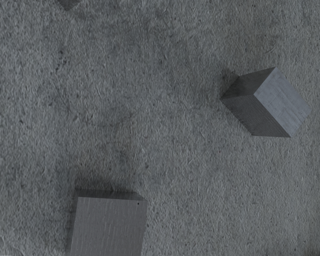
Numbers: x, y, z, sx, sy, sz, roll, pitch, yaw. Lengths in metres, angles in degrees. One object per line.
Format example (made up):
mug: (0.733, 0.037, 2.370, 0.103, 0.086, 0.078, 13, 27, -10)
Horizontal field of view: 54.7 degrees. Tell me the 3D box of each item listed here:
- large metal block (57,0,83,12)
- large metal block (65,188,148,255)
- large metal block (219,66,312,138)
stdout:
large metal block: (-0.108, -0.189, 0.339, 0.050, 0.080, 0.080, -43, 104, -15)
large metal block: (-0.065, 0.120, 0.372, 0.081, 0.050, 0.080, 9, 87, -20)
large metal block: (0.145, -0.033, 0.433, 0.080, 0.080, 0.050, 44, 76, -15)
